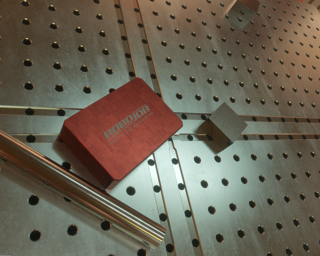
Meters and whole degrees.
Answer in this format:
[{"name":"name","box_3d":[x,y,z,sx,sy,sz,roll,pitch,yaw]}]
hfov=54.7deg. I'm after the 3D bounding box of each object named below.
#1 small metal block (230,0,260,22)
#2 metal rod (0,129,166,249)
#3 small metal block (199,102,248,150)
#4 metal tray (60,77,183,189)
[{"name":"small metal block","box_3d":[0.186,-0.267,0.675,0.050,0.025,0.050,32,51,-8]},{"name":"metal rod","box_3d":[-0.126,0.038,0.317,0.301,0.025,0.025,33,51,-7]},{"name":"small metal block","box_3d":[0.096,-0.004,0.464,0.050,0.025,0.050,46,51,3]},{"name":"metal tray","box_3d":[-0.043,0.001,0.383,0.090,0.030,0.131,47,51,4]}]
